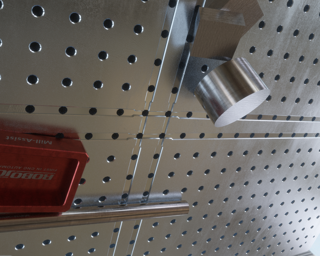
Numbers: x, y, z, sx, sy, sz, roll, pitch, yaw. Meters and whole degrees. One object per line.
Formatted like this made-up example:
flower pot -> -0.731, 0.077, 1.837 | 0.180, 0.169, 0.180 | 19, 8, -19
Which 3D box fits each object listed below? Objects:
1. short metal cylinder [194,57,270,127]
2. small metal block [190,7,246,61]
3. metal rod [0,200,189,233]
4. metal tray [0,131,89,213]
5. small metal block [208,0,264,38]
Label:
short metal cylinder -> 0.092, -0.044, 0.397 | 0.080, 0.050, 0.080 | -27, 161, -10
small metal block -> 0.065, -0.108, 0.359 | 0.050, 0.025, 0.050 | 7, 142, -5
metal rod -> -0.088, 0.123, 0.440 | 0.302, 0.025, 0.025 | 5, 116, -31
metal tray -> -0.159, 0.052, 0.353 | 0.131, 0.030, 0.089 | 10, 113, -33
small metal block -> 0.091, -0.140, 0.376 | 0.050, 0.025, 0.050 | -45, 130, 3
